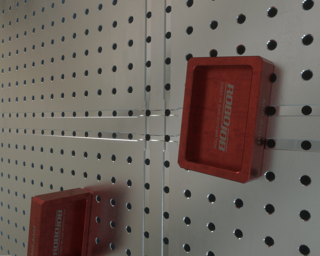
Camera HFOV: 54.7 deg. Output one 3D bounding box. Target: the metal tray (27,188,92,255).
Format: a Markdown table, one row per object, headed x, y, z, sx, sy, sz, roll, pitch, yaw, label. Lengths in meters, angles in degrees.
| x | y | z | sx | sy | sz | roll | pitch | yaw | label |
| --- | --- | --- | --- | --- | --- | --- | --- | --- | --- |
| -0.160 | 0.168 | 0.495 | 0.030 | 0.091 | 0.129 | 11 | 97 | 39 | metal tray |

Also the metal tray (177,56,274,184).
| x | y | z | sx | sy | sz | roll | pitch | yaw | label |
| --- | --- | --- | --- | --- | --- | --- | --- | --- | --- |
| 0.070 | -0.012 | 0.346 | 0.090 | 0.030 | 0.129 | 9 | 96 | 39 | metal tray |
